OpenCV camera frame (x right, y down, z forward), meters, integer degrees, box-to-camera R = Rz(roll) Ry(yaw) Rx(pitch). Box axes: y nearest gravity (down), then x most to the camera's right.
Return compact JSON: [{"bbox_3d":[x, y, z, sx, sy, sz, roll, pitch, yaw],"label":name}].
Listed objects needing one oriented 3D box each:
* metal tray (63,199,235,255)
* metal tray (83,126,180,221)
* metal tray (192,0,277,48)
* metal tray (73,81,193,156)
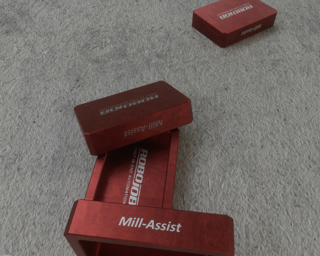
[{"bbox_3d":[-0.008,0.103,0.274,0.131,0.090,0.030,5,51,4],"label":"metal tray"},{"bbox_3d":[-0.028,0.053,0.355,0.091,0.030,0.130,5,50,4],"label":"metal tray"},{"bbox_3d":[0.136,-0.202,0.570,0.131,0.030,0.090,-27,55,-21],"label":"metal tray"},{"bbox_3d":[-0.036,-0.018,0.393,0.131,0.030,0.090,-19,30,-15],"label":"metal tray"}]
